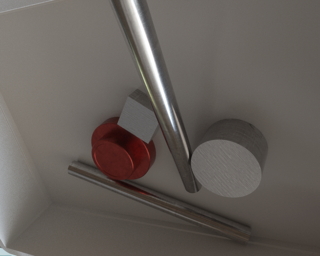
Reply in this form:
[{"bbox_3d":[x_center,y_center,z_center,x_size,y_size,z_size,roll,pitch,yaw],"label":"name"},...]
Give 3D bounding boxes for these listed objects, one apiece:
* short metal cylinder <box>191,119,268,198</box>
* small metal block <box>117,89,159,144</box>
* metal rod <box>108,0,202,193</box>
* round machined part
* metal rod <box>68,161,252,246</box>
[{"bbox_3d":[0.084,0.035,0.370,0.080,0.050,0.079,13,124,20],"label":"short metal cylinder"},{"bbox_3d":[-0.023,-0.015,0.410,0.050,0.025,0.050,32,128,6],"label":"small metal block"},{"bbox_3d":[0.010,-0.009,0.320,0.025,0.025,0.299,9,147,23],"label":"metal rod"},{"bbox_3d":[-0.059,0.036,0.450,0.098,0.042,0.097,13,124,20],"label":"round machined part"},{"bbox_3d":[-0.012,0.110,0.481,0.301,0.025,0.025,18,125,17],"label":"metal rod"}]
